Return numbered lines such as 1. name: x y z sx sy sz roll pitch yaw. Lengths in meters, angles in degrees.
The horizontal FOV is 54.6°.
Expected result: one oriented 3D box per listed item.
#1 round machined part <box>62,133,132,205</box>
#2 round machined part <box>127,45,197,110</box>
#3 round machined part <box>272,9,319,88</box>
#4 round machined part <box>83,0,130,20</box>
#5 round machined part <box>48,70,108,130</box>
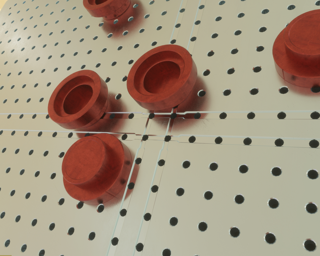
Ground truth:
1. round machined part: -0.091 0.050 0.416 0.098 0.042 0.098 -13 56 21
2. round machined part: 0.006 -0.066 0.436 0.098 0.042 0.098 -13 56 21
3. round machined part: 0.183 -0.099 0.362 0.098 0.042 0.098 -13 56 21
4. round machined part: -0.097 -0.251 0.604 0.098 0.042 0.098 -13 56 21
5. round machined part: -0.123 -0.040 0.488 0.098 0.042 0.098 -13 56 21
